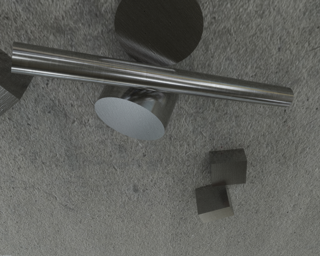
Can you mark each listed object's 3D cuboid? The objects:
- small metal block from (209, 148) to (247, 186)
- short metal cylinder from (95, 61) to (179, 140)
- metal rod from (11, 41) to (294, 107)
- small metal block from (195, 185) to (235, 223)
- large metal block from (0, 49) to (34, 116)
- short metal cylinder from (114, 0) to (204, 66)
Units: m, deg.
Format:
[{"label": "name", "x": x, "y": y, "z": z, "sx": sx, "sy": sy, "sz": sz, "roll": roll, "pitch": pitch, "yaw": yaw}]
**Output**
[{"label": "small metal block", "x": 0.100, "y": 0.059, "z": 0.459, "sx": 0.050, "sy": 0.025, "sz": 0.050, "roll": -6, "pitch": 130, "yaw": 4}, {"label": "short metal cylinder", "x": -0.025, "y": -0.028, "z": 0.346, "sx": 0.080, "sy": 0.050, "sz": 0.080, "roll": 16, "pitch": 152, "yaw": 9}, {"label": "metal rod", "x": 0.018, "y": -0.047, "z": 0.312, "sx": 0.303, "sy": 0.025, "sz": 0.025, "roll": 4, "pitch": 132, "yaw": -26}, {"label": "small metal block", "x": 0.086, "y": 0.117, "z": 0.492, "sx": 0.050, "sy": 0.050, "sz": 0.025, "roll": -19, "pitch": 128, "yaw": 15}, {"label": "large metal block", "x": -0.206, "y": -0.050, "z": 0.345, "sx": 0.080, "sy": 0.050, "sz": 0.080, "roll": -32, "pitch": 124, "yaw": 23}, {"label": "short metal cylinder", "x": -0.001, "y": -0.107, "z": 0.300, "sx": 0.081, "sy": 0.050, "sz": 0.079, "roll": -1, "pitch": 130, "yaw": 0}]
